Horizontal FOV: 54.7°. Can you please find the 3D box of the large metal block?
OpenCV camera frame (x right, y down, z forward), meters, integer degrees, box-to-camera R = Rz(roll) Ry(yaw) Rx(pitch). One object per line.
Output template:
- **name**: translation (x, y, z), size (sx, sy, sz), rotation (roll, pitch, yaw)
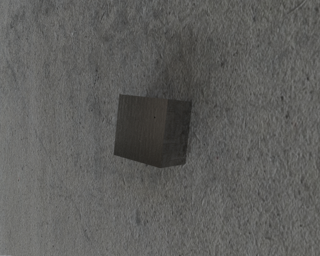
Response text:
- **large metal block**: translation (-0.010, 0.001, 0.396), size (0.080, 0.050, 0.079), rotation (10, 97, 39)
